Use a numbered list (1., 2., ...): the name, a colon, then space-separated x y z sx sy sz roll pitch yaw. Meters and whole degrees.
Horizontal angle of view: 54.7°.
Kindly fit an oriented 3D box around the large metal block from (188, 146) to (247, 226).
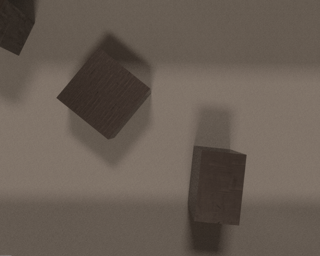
1. large metal block: 0.067 0.067 0.385 0.050 0.080 0.079 6 90 0

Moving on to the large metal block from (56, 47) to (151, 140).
1. large metal block: -0.068 -0.042 0.398 0.080 0.050 0.080 39 90 -1

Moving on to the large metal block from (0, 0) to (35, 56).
1. large metal block: -0.217 -0.138 0.381 0.080 0.080 0.050 25 90 -1
